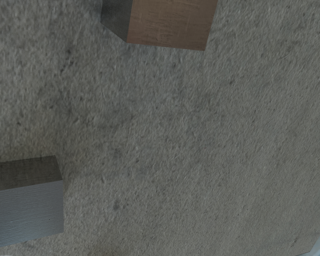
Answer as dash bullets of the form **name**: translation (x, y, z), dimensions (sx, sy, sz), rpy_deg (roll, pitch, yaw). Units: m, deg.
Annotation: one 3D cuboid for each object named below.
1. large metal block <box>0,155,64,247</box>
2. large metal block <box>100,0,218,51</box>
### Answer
- **large metal block**: translation (-0.158, 0.083, 0.357), dimensions (0.081, 0.050, 0.079), rpy_deg (-6, 121, -26)
- **large metal block**: translation (-0.005, -0.114, 0.299), dimensions (0.081, 0.080, 0.050), rpy_deg (-2, 119, -28)
